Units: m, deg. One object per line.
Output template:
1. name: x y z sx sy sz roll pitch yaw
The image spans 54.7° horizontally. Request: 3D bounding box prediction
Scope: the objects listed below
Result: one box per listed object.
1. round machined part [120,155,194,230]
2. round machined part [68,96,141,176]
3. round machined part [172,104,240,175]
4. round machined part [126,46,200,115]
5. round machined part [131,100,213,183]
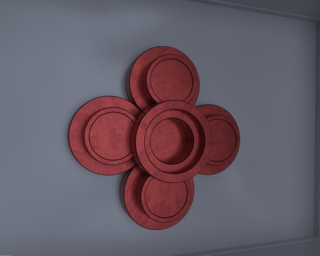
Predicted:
1. round machined part: 0.001 0.083 0.400 0.099 0.042 0.097 1 88 -21
2. round machined part: -0.060 0.009 0.377 0.099 0.042 0.097 0 90 -20
3. round machined part: 0.069 0.016 0.424 0.099 0.042 0.097 0 90 -20
4. round machined part: 0.008 -0.058 0.401 0.099 0.042 0.097 0 90 -20
5. round machined part: 0.011 0.016 0.381 0.099 0.042 0.097 0 90 -20
